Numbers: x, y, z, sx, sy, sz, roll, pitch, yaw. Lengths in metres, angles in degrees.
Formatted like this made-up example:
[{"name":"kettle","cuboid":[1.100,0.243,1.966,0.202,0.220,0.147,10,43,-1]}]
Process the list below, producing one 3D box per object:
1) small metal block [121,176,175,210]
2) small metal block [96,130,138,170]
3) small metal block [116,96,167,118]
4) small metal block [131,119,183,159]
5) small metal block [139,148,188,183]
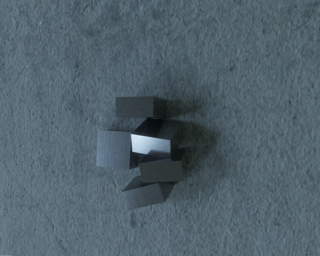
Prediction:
[{"name":"small metal block","cuboid":[-0.014,0.078,0.397,0.050,0.050,0.025,-17,98,19]},{"name":"small metal block","cuboid":[-0.059,0.029,0.429,0.050,0.025,0.050,4,91,19]},{"name":"small metal block","cuboid":[-0.023,-0.026,0.403,0.050,0.050,0.025,1,90,20]},{"name":"small metal block","cuboid":[-0.002,0.011,0.393,0.050,0.050,0.025,8,118,19]},{"name":"small metal block","cuboid":[0.006,0.046,0.387,0.050,0.050,0.025,-5,103,12]}]
